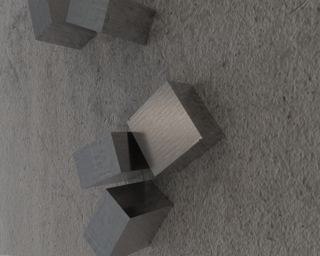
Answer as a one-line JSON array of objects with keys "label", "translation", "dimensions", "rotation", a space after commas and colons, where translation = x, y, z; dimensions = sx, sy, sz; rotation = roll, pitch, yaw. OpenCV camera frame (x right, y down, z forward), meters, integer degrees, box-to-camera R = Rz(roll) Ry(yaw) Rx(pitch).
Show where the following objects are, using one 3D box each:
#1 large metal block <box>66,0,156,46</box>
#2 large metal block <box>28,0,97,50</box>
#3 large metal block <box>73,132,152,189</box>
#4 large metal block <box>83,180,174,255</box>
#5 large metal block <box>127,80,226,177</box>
[{"label": "large metal block", "translation": [-0.067, -0.154, 0.424], "dimensions": [0.080, 0.081, 0.050], "rotation": [28, 108, 36]}, {"label": "large metal block", "translation": [-0.158, -0.181, 0.499], "dimensions": [0.050, 0.081, 0.080], "rotation": [-25, 74, 37]}, {"label": "large metal block", "translation": [-0.054, 0.042, 0.414], "dimensions": [0.080, 0.081, 0.050], "rotation": [-27, 73, 37]}, {"label": "large metal block", "translation": [-0.041, 0.119, 0.403], "dimensions": [0.050, 0.081, 0.079], "rotation": [41, 115, 32]}, {"label": "large metal block", "translation": [0.017, 0.001, 0.375], "dimensions": [0.080, 0.050, 0.080], "rotation": [-43, 64, 31]}]
